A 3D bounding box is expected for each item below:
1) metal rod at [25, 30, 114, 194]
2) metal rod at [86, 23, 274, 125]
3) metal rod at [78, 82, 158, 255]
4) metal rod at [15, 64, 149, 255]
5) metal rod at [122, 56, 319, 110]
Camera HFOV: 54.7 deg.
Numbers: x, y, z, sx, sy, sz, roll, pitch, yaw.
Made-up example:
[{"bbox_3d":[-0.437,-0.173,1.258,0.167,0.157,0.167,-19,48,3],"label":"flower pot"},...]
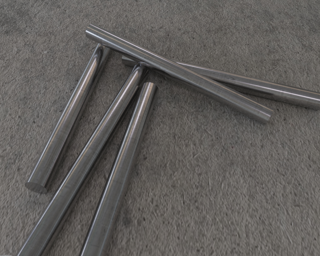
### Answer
[{"bbox_3d":[-0.113,-0.046,0.440,0.025,0.025,0.300,8,50,6],"label":"metal rod"},{"bbox_3d":[0.019,-0.084,0.452,0.301,0.025,0.025,28,55,14],"label":"metal rod"},{"bbox_3d":[-0.046,0.055,0.356,0.025,0.025,0.300,10,51,8],"label":"metal rod"},{"bbox_3d":[-0.078,0.021,0.384,0.025,0.025,0.301,15,51,12],"label":"metal rod"},{"bbox_3d":[0.086,-0.076,0.466,0.301,0.025,0.025,15,52,12],"label":"metal rod"}]
